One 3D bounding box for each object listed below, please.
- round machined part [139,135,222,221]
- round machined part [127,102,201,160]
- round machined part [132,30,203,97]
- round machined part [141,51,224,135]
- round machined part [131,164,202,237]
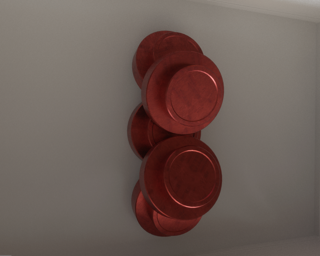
[{"bbox_3d":[0.029,0.056,0.356,0.099,0.042,0.098,4,77,-19],"label":"round machined part"},{"bbox_3d":[0.010,0.004,0.404,0.099,0.042,0.097,0,89,-20],"label":"round machined part"},{"bbox_3d":[0.017,-0.082,0.394,0.099,0.042,0.098,6,72,-19],"label":"round machined part"},{"bbox_3d":[0.031,-0.039,0.357,0.099,0.042,0.097,-5,104,-19],"label":"round machined part"},{"bbox_3d":[0.017,0.095,0.392,0.099,0.042,0.097,-6,107,-18],"label":"round machined part"}]
